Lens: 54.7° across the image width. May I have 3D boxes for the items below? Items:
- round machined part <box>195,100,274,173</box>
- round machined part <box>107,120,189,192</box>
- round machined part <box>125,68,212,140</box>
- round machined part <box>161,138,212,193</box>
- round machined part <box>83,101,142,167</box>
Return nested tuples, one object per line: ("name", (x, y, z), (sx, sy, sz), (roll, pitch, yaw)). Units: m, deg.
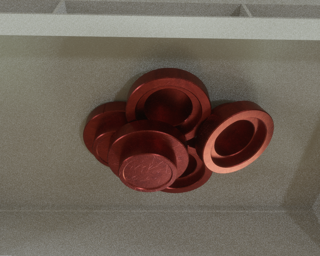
("round machined part", (0.088, 0.007, 0.389), (0.099, 0.042, 0.097), (-13, 129, -16))
("round machined part", (-0.014, 0.040, 0.373), (0.099, 0.042, 0.097), (-1, 130, 0))
("round machined part", (0.010, -0.030, 0.371), (0.099, 0.042, 0.097), (-1, 130, 0))
("round machined part", (0.022, 0.045, 0.434), (0.099, 0.042, 0.097), (-1, 130, 0))
("round machined part", (-0.051, 0.016, 0.407), (0.099, 0.042, 0.097), (-1, 130, 0))
